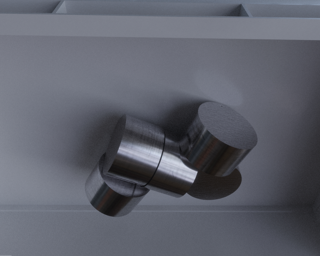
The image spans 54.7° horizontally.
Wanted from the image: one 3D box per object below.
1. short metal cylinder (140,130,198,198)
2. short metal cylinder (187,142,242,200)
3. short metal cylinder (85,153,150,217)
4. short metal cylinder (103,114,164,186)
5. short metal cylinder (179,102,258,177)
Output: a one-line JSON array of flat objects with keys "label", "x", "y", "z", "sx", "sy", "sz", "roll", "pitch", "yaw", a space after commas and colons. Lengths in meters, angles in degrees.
[{"label": "short metal cylinder", "x": 0.011, "y": 0.047, "z": 0.412, "sx": 0.050, "sy": 0.080, "sz": 0.079, "roll": 21, "pitch": 127, "yaw": -17}, {"label": "short metal cylinder", "x": 0.071, "y": 0.058, "z": 0.440, "sx": 0.081, "sy": 0.050, "sz": 0.079, "roll": 0, "pitch": 130, "yaw": 0}, {"label": "short metal cylinder", "x": -0.058, "y": 0.076, "z": 0.435, "sx": 0.080, "sy": 0.080, "sz": 0.050, "roll": 23, "pitch": 126, "yaw": -19}, {"label": "short metal cylinder", "x": -0.035, "y": 0.028, "z": 0.394, "sx": 0.050, "sy": 0.080, "sz": 0.079, "roll": 20, "pitch": 127, "yaw": -17}, {"label": "short metal cylinder", "x": 0.071, "y": 0.013, "z": 0.383, "sx": 0.081, "sy": 0.080, "sz": 0.050, "roll": 18, "pitch": 128, "yaw": -15}]
